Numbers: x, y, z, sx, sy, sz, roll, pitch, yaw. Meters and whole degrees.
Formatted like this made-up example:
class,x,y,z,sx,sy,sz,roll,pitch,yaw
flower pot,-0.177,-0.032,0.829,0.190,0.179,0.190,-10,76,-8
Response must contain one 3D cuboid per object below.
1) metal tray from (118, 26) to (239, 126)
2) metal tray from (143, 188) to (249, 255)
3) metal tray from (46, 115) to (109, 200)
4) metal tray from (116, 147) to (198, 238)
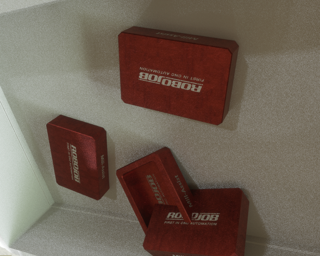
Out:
class,x,y,z,sx,sy,sz,roll,pitch,yaw
metal tray,0.017,-0.062,0.358,0.130,0.030,0.089,15,125,20
metal tray,0.048,0.129,0.417,0.130,0.090,0.030,-9,135,32
metal tray,-0.131,0.050,0.506,0.090,0.030,0.129,16,125,19
metal tray,0.000,0.102,0.445,0.090,0.030,0.130,-28,86,37
